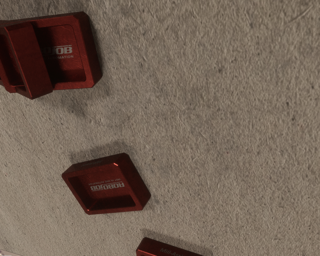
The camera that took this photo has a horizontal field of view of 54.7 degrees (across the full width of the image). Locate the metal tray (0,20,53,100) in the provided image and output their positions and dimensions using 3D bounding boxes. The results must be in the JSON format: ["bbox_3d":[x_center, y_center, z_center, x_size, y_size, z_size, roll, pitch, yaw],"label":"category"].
[{"bbox_3d":[-0.198,-0.095,0.416,0.130,0.030,0.089,20,130,43],"label":"metal tray"}]

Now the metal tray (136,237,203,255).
[{"bbox_3d":[0.026,0.250,0.543,0.130,0.030,0.089,10,123,22],"label":"metal tray"}]

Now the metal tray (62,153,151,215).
[{"bbox_3d":[-0.090,0.095,0.507,0.130,0.030,0.090,-15,111,34],"label":"metal tray"}]

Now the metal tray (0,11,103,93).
[{"bbox_3d":[-0.149,-0.095,0.401,0.131,0.030,0.089,-2,119,12],"label":"metal tray"}]
